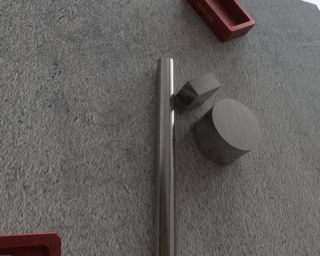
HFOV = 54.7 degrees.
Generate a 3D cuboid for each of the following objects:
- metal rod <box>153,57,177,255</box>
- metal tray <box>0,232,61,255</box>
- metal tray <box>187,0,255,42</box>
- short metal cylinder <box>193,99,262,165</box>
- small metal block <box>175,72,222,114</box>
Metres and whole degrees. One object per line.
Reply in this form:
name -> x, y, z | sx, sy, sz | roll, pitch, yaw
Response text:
metal rod -> 0.007, 0.028, 0.391 | 0.025, 0.025, 0.299 | 14, 56, -21
metal tray -> -0.126, 0.153, 0.239 | 0.091, 0.030, 0.130 | 6, 59, -26
metal tray -> 0.116, -0.235, 0.608 | 0.091, 0.030, 0.130 | -29, 78, -38
short metal cylinder -> 0.094, 0.005, 0.437 | 0.081, 0.050, 0.080 | 14, 56, -21
small metal block -> 0.052, -0.051, 0.449 | 0.050, 0.050, 0.025 | -25, 76, -37
